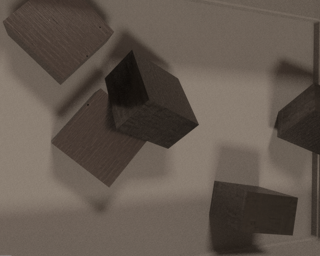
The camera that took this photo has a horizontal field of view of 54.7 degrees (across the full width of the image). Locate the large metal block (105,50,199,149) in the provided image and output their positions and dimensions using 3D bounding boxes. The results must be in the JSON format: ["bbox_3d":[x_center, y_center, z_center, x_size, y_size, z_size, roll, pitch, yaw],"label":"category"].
[{"bbox_3d":[-0.011,-0.031,0.359,0.050,0.080,0.080,-40,138,26],"label":"large metal block"}]

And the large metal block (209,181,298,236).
[{"bbox_3d":[0.127,0.109,0.430,0.081,0.080,0.050,11,87,-20],"label":"large metal block"}]

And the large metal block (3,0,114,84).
[{"bbox_3d":[-0.114,-0.109,0.355,0.080,0.050,0.080,46,76,-15],"label":"large metal block"}]

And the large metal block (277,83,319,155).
[{"bbox_3d":[0.233,-0.010,0.455,0.080,0.080,0.050,22,57,-8],"label":"large metal block"}]

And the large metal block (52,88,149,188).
[{"bbox_3d":[-0.070,0.011,0.372,0.080,0.050,0.080,42,77,-16],"label":"large metal block"}]
